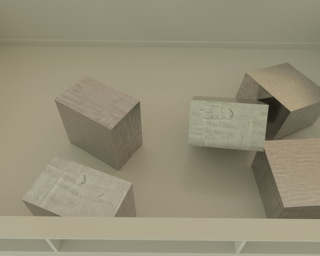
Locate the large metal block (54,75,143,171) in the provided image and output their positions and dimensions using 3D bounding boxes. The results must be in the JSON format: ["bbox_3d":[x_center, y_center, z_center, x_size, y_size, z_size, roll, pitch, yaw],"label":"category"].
[{"bbox_3d":[-0.070,-0.006,0.373,0.080,0.080,0.050,27,55,20],"label":"large metal block"}]

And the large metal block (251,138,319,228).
[{"bbox_3d":[0.156,0.059,0.341,0.081,0.050,0.080,-2,50,-3],"label":"large metal block"}]

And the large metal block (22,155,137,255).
[{"bbox_3d":[-0.072,0.080,0.301,0.080,0.080,0.050,17,52,14],"label":"large metal block"}]

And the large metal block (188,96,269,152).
[{"bbox_3d":[0.077,-0.009,0.369,0.080,0.050,0.080,4,10,7],"label":"large metal block"}]

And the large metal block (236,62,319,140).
[{"bbox_3d":[0.162,-0.039,0.415,0.081,0.050,0.080,-17,52,-27],"label":"large metal block"}]
